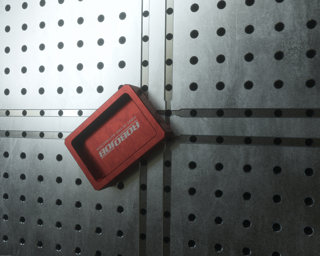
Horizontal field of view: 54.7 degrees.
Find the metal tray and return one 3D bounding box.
[{"bbox_3d":[-0.060,0.014,0.429,0.130,0.030,0.090,-40,78,15],"label":"metal tray"}]
